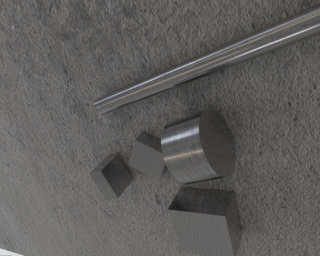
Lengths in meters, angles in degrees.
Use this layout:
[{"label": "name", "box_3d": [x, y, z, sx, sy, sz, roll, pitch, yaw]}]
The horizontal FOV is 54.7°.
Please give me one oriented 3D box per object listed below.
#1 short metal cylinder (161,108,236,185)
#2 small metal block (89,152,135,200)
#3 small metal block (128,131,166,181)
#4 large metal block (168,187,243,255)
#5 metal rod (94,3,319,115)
[{"label": "short metal cylinder", "box_3d": [0.046, 0.022, 0.361, 0.050, 0.080, 0.080, -19, 109, 35]}, {"label": "small metal block", "box_3d": [-0.072, 0.073, 0.474, 0.025, 0.050, 0.050, -17, 110, 35]}, {"label": "small metal block", "box_3d": [-0.013, 0.039, 0.438, 0.050, 0.025, 0.050, 25, 128, 12]}, {"label": "large metal block", "box_3d": [0.066, 0.133, 0.438, 0.080, 0.050, 0.080, -2, 118, 29]}, {"label": "metal rod", "box_3d": [0.036, -0.065, 0.347, 0.300, 0.025, 0.025, -17, 110, 34]}]
